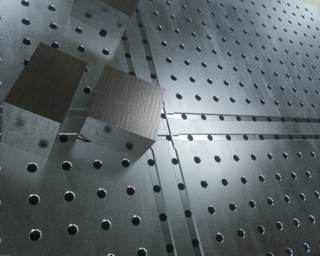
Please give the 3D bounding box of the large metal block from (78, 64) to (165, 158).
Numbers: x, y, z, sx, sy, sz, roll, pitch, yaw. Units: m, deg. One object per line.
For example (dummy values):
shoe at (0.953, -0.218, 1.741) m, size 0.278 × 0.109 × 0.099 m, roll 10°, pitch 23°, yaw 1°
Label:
large metal block at (-0.045, -0.020, 0.381) m, size 0.080 × 0.050 × 0.080 m, roll 21°, pitch 54°, yaw -16°

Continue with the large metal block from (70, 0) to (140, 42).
large metal block at (-0.077, -0.191, 0.469) m, size 0.080 × 0.050 × 0.080 m, roll 26°, pitch 53°, yaw -13°

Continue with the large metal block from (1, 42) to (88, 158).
large metal block at (-0.121, -0.027, 0.324) m, size 0.050 × 0.080 × 0.080 m, roll 23°, pitch 53°, yaw -15°
